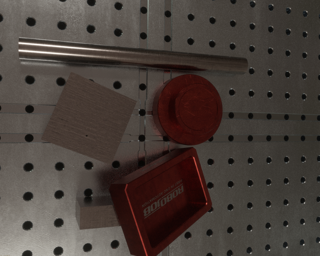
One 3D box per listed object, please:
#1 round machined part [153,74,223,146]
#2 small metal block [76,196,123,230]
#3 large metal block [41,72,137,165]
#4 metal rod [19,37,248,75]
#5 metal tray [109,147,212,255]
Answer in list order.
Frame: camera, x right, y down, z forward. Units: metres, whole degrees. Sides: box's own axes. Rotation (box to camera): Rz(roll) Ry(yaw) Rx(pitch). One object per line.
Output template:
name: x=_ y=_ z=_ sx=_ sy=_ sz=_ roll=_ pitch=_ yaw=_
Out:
round machined part: x=0.043 y=-0.025 z=0.421 sx=0.099 sy=0.042 sz=0.097 roll=0 pitch=90 yaw=-21
small metal block: x=-0.073 y=0.100 z=0.373 sx=0.050 sy=0.050 sz=0.025 roll=1 pitch=90 yaw=-20
large metal block: x=-0.085 y=-0.010 z=0.369 sx=0.080 sy=0.050 sz=0.080 roll=24 pitch=82 yaw=-19
metal rod: x=-0.019 y=-0.091 z=0.406 sx=0.303 sy=0.025 sz=0.025 roll=0 pitch=90 yaw=-21
metal tray: x=0.007 y=0.086 z=0.385 sx=0.131 sy=0.030 sz=0.089 roll=-23 pitch=99 yaw=-45
